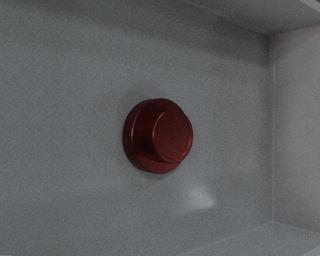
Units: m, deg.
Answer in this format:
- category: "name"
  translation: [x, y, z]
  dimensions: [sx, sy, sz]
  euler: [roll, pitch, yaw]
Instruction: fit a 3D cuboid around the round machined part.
- category: "round machined part"
  translation: [0.005, 0.010, 0.397]
  dimensions: [0.099, 0.042, 0.097]
  euler: [0, 90, -40]
